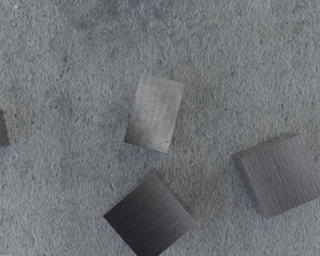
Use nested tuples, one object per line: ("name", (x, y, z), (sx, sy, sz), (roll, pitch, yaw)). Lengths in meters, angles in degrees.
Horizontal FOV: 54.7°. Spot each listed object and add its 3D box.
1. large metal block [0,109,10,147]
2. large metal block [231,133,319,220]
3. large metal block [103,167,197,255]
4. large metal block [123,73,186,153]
("large metal block", (-0.249, 0.007, 0.380), (0.080, 0.080, 0.050), (-11, 90, 0))
("large metal block", (0.150, 0.058, 0.399), (0.080, 0.050, 0.080), (-23, 90, 0))
("large metal block", (-0.012, 0.110, 0.397), (0.080, 0.050, 0.080), (-41, 90, 0))
("large metal block", (-0.006, -0.017, 0.382), (0.050, 0.080, 0.080), (14, 90, 0))
